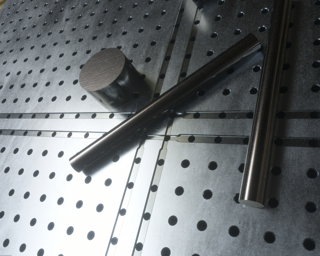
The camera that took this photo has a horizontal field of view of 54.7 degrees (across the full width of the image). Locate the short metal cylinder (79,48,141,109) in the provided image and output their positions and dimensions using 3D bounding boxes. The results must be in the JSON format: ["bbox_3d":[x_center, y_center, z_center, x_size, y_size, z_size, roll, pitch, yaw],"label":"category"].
[{"bbox_3d":[-0.077,-0.076,0.480,0.080,0.050,0.080,-13,56,21],"label":"short metal cylinder"}]

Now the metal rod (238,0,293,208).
[{"bbox_3d":[0.132,-0.055,0.372,0.025,0.025,0.300,3,63,29],"label":"metal rod"}]

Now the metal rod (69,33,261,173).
[{"bbox_3d":[0.003,-0.032,0.425,0.300,0.025,0.025,-34,51,5],"label":"metal rod"}]
